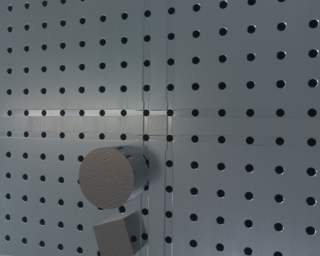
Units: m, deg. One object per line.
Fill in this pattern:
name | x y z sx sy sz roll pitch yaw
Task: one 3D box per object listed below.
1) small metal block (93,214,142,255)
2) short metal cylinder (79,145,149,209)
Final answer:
small metal block | -0.060 0.153 0.434 0.050 0.025 0.050 -19 84 19
short metal cylinder | -0.061 0.064 0.421 0.080 0.050 0.079 0 90 20
